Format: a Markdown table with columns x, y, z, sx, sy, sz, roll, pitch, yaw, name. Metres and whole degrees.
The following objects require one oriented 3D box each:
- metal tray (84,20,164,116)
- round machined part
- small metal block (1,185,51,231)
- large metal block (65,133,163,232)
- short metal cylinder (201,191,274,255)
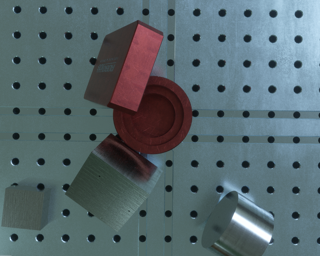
| x | y | z | sx | sy | sz | roll | pitch | yaw | name |
| --- | --- | --- | --- | --- | --- | --- | --- | --- | --- |
| -0.048 | -0.067 | 0.360 | 0.030 | 0.130 | 0.090 | 19 | 90 | -26 | metal tray |
| -0.009 | -0.016 | 0.404 | 0.099 | 0.042 | 0.097 | 0 | 89 | -1 | round machined part |
| -0.177 | 0.105 | 0.412 | 0.050 | 0.025 | 0.050 | 6 | 90 | 0 | small metal block |
| -0.057 | 0.068 | 0.384 | 0.080 | 0.050 | 0.080 | 37 | 120 | 0 | large metal block |
| 0.095 | 0.126 | 0.387 | 0.050 | 0.080 | 0.080 | 33 | 90 | 0 | short metal cylinder |
